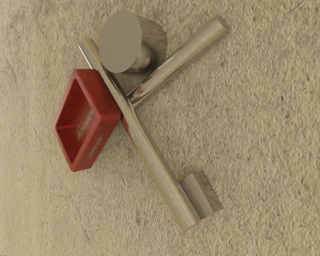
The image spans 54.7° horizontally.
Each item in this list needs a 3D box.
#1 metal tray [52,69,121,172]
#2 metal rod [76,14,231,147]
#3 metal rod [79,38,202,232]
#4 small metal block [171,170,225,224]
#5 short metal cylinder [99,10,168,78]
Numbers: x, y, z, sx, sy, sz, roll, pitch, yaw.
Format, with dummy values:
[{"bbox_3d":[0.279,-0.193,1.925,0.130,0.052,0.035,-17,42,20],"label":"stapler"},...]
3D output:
[{"bbox_3d":[-0.110,-0.009,0.441,0.090,0.030,0.129,58,135,24],"label":"metal tray"},{"bbox_3d":[-0.029,-0.044,0.429,0.299,0.025,0.025,-36,68,33],"label":"metal rod"},{"bbox_3d":[-0.037,-0.008,0.403,0.025,0.025,0.299,-46,63,30],"label":"metal rod"},{"bbox_3d":[0.040,0.086,0.371,0.050,0.025,0.050,-41,66,32],"label":"small metal block"},{"bbox_3d":[-0.037,-0.111,0.417,0.080,0.050,0.079,0,90,39],"label":"short metal cylinder"}]
